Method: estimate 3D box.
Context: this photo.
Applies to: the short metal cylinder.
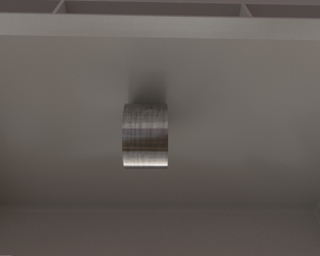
[{"bbox_3d":[-0.017,0.010,0.378,0.050,0.080,0.079,0,130,-1],"label":"short metal cylinder"}]
